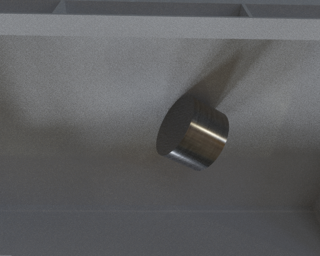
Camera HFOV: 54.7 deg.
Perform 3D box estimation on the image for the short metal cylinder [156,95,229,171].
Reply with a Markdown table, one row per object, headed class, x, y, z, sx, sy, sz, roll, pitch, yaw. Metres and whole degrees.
| class | x | y | z | sx | sy | sz | roll | pitch | yaw |
| --- | --- | --- | --- | --- | --- | --- | --- | --- | --- |
| short metal cylinder | 0.038 | 0.006 | 0.379 | 0.050 | 0.080 | 0.080 | 26 | 125 | -21 |
